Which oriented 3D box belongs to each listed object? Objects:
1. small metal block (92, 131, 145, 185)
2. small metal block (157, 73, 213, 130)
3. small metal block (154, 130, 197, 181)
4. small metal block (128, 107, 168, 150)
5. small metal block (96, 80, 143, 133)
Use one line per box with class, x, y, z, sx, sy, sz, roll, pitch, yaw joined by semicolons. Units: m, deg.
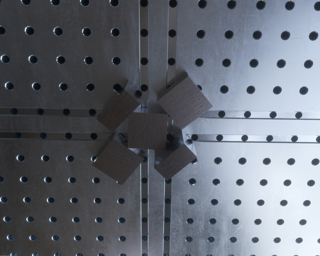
small metal block;-0.056;0.042;0.428;0.050;0.025;0.050;36;106;-13
small metal block;0.032;-0.035;0.401;0.050;0.025;0.050;-38;106;13
small metal block;0.020;0.035;0.413;0.050;0.050;0.025;-40;105;13
small metal block;-0.016;0.000;0.413;0.050;0.025;0.050;4;109;0
small metal block;-0.049;-0.028;0.389;0.025;0.050;0.050;42;105;-15
